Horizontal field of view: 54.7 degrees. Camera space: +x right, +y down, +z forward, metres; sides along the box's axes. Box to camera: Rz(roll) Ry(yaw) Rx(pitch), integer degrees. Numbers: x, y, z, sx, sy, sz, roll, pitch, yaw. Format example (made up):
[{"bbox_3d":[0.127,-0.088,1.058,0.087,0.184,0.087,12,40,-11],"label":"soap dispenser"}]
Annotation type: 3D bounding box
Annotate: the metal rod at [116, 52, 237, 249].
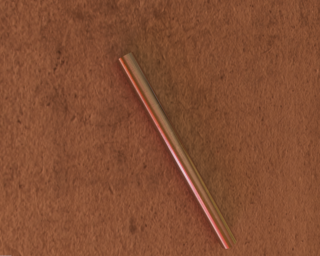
[{"bbox_3d":[0.027,0.037,0.420,0.025,0.025,0.299,-33,101,-17],"label":"metal rod"}]
